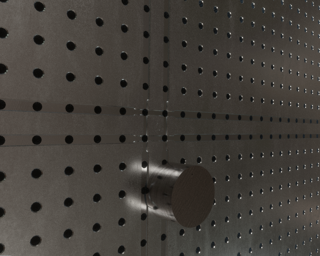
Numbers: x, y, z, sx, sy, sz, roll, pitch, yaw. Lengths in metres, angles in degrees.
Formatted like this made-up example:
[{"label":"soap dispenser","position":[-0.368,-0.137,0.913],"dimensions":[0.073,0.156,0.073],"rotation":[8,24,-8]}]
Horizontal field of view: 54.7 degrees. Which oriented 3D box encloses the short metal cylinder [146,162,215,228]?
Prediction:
[{"label":"short metal cylinder","position":[0.028,0.088,0.419],"dimensions":[0.081,0.050,0.079],"rotation":[0,90,-40]}]
